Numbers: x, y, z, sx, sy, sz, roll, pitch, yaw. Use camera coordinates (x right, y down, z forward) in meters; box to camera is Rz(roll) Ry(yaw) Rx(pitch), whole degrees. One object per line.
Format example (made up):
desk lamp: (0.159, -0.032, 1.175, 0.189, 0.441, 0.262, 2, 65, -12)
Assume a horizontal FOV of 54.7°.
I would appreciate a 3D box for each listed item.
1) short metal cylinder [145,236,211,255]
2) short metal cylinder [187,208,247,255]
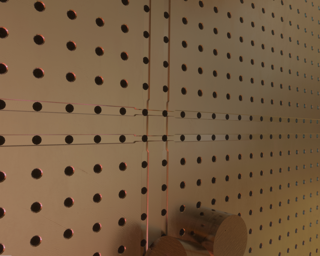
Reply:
short metal cylinder: (0.022, 0.183, 0.395, 0.050, 0.080, 0.080, 29, 72, -37)
short metal cylinder: (0.088, 0.167, 0.470, 0.081, 0.050, 0.079, 0, 90, -40)
